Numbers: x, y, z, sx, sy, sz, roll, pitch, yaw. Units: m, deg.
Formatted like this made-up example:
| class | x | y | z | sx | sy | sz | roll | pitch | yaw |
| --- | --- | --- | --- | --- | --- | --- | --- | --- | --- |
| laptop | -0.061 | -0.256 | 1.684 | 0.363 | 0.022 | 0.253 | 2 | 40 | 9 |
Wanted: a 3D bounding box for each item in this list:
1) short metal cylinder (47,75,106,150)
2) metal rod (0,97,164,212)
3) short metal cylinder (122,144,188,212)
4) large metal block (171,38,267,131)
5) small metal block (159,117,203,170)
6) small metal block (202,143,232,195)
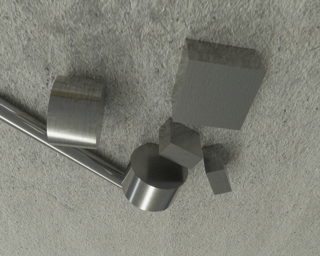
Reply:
| class | x | y | z | sx | sy | sz | roll | pitch | yaw |
| --- | --- | --- | --- | --- | --- | --- | --- | --- | --- |
| short metal cylinder | -0.093 | -0.018 | 0.355 | 0.050 | 0.080 | 0.079 | 7 | 130 | -7 |
| metal rod | -0.101 | 0.048 | 0.446 | 0.301 | 0.025 | 0.025 | 37 | 121 | -28 |
| short metal cylinder | -0.008 | 0.067 | 0.429 | 0.081 | 0.080 | 0.050 | 13 | 129 | -12 |
| large metal block | 0.061 | -0.048 | 0.351 | 0.081 | 0.050 | 0.079 | 7 | 130 | -7 |
| small metal block | 0.027 | 0.020 | 0.409 | 0.050 | 0.050 | 0.025 | 27 | 125 | -22 |
| small metal block | 0.081 | 0.059 | 0.442 | 0.025 | 0.050 | 0.050 | -16 | 129 | 13 |
